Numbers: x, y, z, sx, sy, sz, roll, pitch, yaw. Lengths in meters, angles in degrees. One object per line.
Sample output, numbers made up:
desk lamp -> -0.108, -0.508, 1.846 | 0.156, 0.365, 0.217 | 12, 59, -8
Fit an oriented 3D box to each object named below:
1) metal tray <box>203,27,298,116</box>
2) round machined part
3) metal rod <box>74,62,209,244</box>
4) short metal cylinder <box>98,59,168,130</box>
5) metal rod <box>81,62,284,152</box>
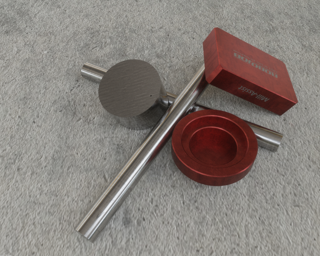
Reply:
metal tray -> 0.124, -0.079, 0.432 | 0.131, 0.030, 0.090 | 20, 47, -20
round machined part -> 0.063, 0.027, 0.371 | 0.099, 0.042, 0.098 | 0, 50, 0
metal rod -> 0.005, 0.003, 0.380 | 0.025, 0.025, 0.301 | 27, 61, 20
short metal cylinder -> -0.033, -0.042, 0.407 | 0.080, 0.050, 0.080 | -4, 70, 11
metal rod -> 0.018, -0.035, 0.436 | 0.301, 0.025, 0.025 | 22, 54, 17
